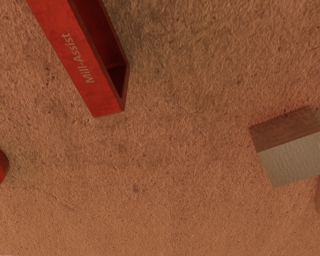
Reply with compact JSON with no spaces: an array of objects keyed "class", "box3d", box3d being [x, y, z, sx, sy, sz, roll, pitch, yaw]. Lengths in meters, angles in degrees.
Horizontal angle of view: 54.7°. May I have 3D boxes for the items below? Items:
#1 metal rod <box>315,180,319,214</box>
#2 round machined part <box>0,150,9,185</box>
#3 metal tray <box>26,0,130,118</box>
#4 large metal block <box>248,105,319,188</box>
[{"class":"metal rod","box3d":[0.248,0.027,0.433,0.025,0.025,0.298,-9,130,7]},{"class":"round machined part","box3d":[-0.275,0.059,0.443,0.099,0.042,0.097,-1,130,0]},{"class":"metal tray","box3d":[-0.068,-0.085,0.290,0.030,0.090,0.129,-14,129,11]},{"class":"large metal block","box3d":[0.175,0.027,0.417,0.080,0.050,0.080,-22,127,17]}]
